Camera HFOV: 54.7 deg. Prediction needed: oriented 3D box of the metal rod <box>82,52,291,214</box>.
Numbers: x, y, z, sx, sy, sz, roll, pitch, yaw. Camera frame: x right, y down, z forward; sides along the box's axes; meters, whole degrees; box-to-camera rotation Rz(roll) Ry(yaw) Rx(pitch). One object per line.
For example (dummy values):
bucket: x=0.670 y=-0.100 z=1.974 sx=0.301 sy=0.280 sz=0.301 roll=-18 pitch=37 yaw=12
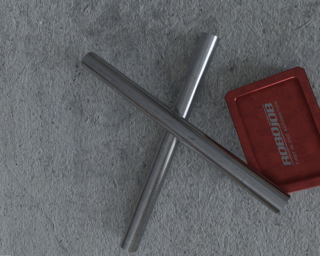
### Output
metal rod: x=0.017 y=-0.006 z=0.374 sx=0.300 sy=0.025 sz=0.025 roll=37 pitch=102 yaw=18

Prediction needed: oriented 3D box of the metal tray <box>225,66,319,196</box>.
metal tray: x=0.139 y=0.006 z=0.357 sx=0.090 sy=0.030 sz=0.129 roll=-20 pitch=84 yaw=18

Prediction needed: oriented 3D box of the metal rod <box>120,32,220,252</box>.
metal rod: x=0.010 y=0.024 z=0.404 sx=0.025 sy=0.025 sz=0.298 roll=23 pitch=97 yaw=18
